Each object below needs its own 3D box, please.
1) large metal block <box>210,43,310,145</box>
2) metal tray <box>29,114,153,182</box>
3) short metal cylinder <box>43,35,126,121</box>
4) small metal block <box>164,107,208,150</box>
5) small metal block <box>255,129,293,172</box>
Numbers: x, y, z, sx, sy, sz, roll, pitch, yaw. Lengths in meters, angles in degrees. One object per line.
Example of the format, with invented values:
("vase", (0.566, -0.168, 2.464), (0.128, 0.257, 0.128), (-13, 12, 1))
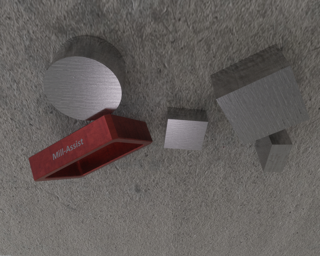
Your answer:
("large metal block", (0.115, -0.037, 0.361), (0.080, 0.050, 0.080), (-25, 126, 19))
("metal tray", (-0.086, 0.028, 0.394), (0.130, 0.030, 0.090), (-27, 164, 21))
("short metal cylinder", (-0.081, -0.055, 0.343), (0.081, 0.050, 0.079), (0, 130, 0))
("small metal block", (0.033, 0.001, 0.409), (0.050, 0.025, 0.050), (4, 130, -4))
("small metal block", (0.149, 0.023, 0.412), (0.025, 0.050, 0.050), (0, 130, 0))
